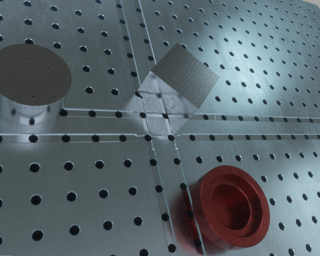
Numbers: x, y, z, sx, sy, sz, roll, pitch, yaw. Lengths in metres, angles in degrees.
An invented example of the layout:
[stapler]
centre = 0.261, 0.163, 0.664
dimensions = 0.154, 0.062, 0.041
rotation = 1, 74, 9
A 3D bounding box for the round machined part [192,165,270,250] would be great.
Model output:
[round machined part]
centre = 0.082, 0.099, 0.381
dimensions = 0.099, 0.042, 0.098
rotation = 13, 56, -21

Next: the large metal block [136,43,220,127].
[large metal block]
centre = 0.027, -0.063, 0.445
dimensions = 0.080, 0.050, 0.080
rotation = 38, 51, -3

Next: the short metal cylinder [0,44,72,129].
[short metal cylinder]
centre = -0.144, -0.045, 0.342
dimensions = 0.081, 0.050, 0.080
rotation = 14, 56, -21
